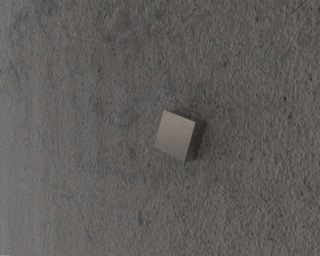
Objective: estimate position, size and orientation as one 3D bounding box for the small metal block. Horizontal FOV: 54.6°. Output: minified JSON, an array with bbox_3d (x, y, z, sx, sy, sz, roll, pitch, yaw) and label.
[{"bbox_3d":[0.025,0.009,0.386,0.050,0.025,0.050,23,105,37],"label":"small metal block"}]
